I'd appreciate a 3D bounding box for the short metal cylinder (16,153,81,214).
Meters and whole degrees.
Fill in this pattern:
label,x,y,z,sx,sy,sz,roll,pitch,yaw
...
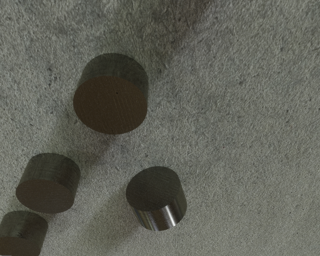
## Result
label,x,y,z,sx,sy,sz,roll,pitch,yaw
short metal cylinder,-0.163,0.083,0.459,0.081,0.050,0.079,0,130,0

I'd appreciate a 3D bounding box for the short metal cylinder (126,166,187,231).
label,x,y,z,sx,sy,sz,roll,pitch,yaw
short metal cylinder,-0.004,0.103,0.459,0.080,0.080,0.050,-11,129,9

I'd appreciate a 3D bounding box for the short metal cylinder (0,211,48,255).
label,x,y,z,sx,sy,sz,roll,pitch,yaw
short metal cylinder,-0.247,0.192,0.552,0.081,0.050,0.079,0,130,0

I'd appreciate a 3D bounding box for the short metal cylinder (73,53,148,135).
label,x,y,z,sx,sy,sz,roll,pitch,yaw
short metal cylinder,-0.054,-0.039,0.357,0.081,0.050,0.079,0,130,0
